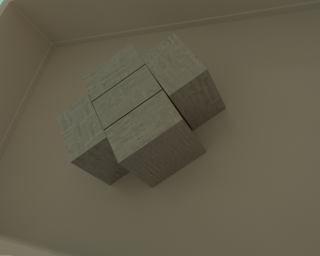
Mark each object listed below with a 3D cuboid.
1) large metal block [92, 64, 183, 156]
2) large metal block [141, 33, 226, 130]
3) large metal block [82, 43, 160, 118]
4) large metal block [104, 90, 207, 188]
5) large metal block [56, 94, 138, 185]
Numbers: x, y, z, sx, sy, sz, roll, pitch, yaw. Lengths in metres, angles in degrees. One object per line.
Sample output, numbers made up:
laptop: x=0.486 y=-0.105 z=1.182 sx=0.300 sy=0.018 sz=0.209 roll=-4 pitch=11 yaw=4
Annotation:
large metal block: x=-0.024 y=-0.019 z=0.392 sx=0.080 sy=0.080 sz=0.050 roll=-35 pitch=52 yaw=5
large metal block: x=0.030 y=-0.057 z=0.387 sx=0.050 sy=0.080 sz=0.080 roll=-35 pitch=52 yaw=5
large metal block: x=-0.044 y=-0.053 z=0.423 sx=0.080 sy=0.080 sz=0.050 roll=-35 pitch=52 yaw=5
large metal block: x=-0.003 y=0.016 z=0.361 sx=0.080 sy=0.080 sz=0.050 roll=-35 pitch=52 yaw=5
large metal block: x=-0.079 y=0.016 z=0.399 sx=0.050 sy=0.080 sz=0.080 roll=-35 pitch=52 yaw=5
